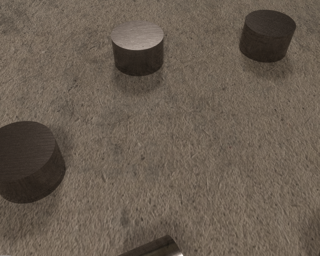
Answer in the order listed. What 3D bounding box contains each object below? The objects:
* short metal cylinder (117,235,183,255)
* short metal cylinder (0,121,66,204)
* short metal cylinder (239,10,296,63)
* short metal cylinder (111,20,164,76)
[{"bbox_3d":[-0.002,0.136,0.253,0.050,0.080,0.080,-18,53,-15],"label":"short metal cylinder"},{"bbox_3d":[-0.155,0.038,0.353,0.081,0.050,0.080,0,50,0],"label":"short metal cylinder"},{"bbox_3d":[0.178,-0.155,0.519,0.081,0.050,0.080,0,50,0],"label":"short metal cylinder"},{"bbox_3d":[-0.035,-0.128,0.494,0.081,0.050,0.080,0,50,0],"label":"short metal cylinder"}]
